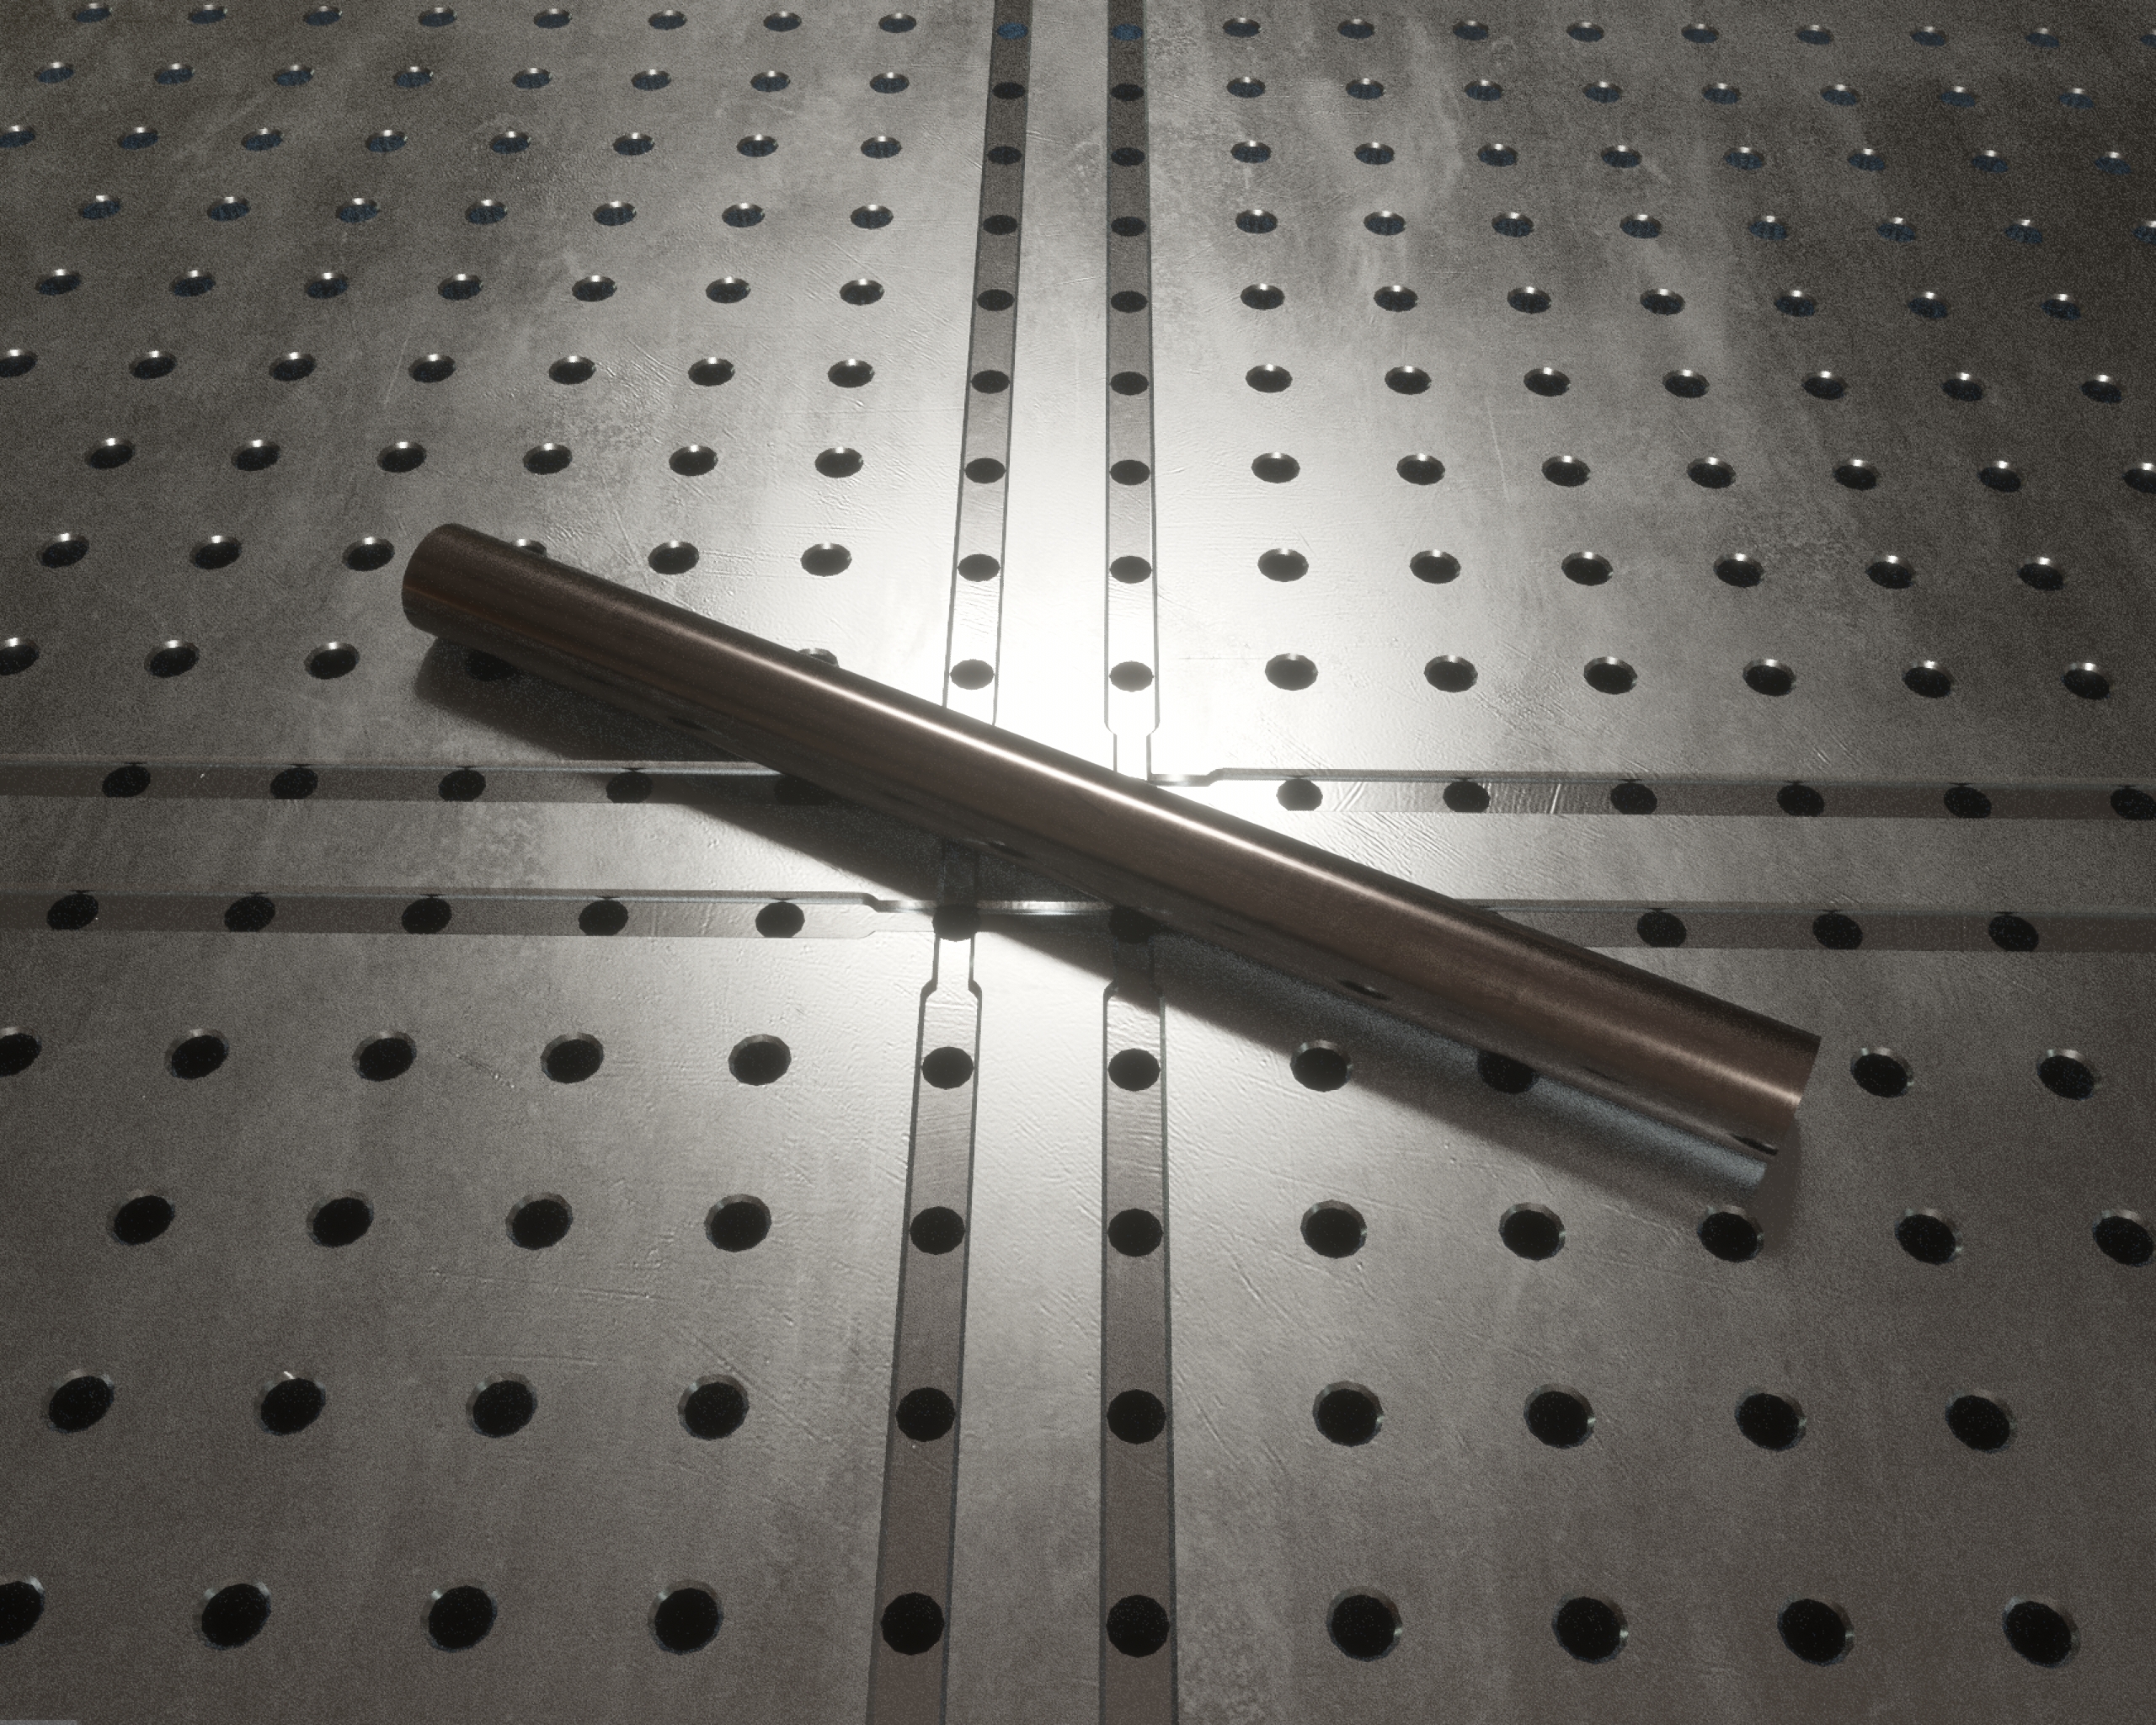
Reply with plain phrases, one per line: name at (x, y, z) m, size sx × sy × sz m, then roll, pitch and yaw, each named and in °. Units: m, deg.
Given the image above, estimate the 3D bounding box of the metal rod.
metal rod at (-0.006, -0.010, 0.416) m, size 0.301 × 0.025 × 0.025 m, roll 21°, pitch 53°, yaw 16°
